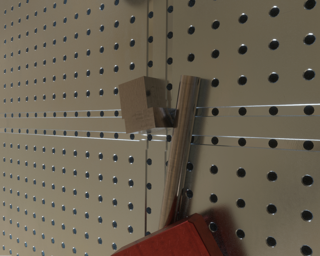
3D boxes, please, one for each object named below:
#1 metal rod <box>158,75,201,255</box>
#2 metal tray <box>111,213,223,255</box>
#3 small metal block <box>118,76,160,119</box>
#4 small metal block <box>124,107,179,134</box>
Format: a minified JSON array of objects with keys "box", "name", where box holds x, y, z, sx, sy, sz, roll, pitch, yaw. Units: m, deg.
[{"box":[0.017,0.084,0.395,0.025,0.025,0.298,14,99,39],"name":"metal rod"},{"box":[0.011,0.170,0.371,0.130,0.030,0.090,-32,80,23],"name":"metal tray"},{"box":[-0.029,-0.041,0.434,0.050,0.025,0.050,-12,83,39],"name":"small metal block"},{"box":[-0.010,-0.009,0.401,0.050,0.050,0.025,-12,82,39],"name":"small metal block"}]
